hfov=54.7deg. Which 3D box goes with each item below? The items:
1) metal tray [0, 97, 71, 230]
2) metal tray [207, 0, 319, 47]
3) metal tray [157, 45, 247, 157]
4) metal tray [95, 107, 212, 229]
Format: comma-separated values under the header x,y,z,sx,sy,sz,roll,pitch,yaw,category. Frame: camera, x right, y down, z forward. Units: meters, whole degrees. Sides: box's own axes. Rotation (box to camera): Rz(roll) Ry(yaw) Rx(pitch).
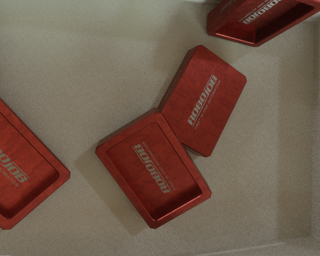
x,y,z,sx,sy,sz,roll,pitch,yaw,category
-0.174,0.033,0.332,0.090,0.030,0.130,-42,113,-15,metal tray
0.131,-0.152,0.403,0.091,0.130,0.030,8,79,-20,metal tray
0.054,-0.036,0.429,0.090,0.030,0.130,31,80,-18,metal tray
-0.007,0.051,0.387,0.090,0.030,0.130,-32,104,5,metal tray
